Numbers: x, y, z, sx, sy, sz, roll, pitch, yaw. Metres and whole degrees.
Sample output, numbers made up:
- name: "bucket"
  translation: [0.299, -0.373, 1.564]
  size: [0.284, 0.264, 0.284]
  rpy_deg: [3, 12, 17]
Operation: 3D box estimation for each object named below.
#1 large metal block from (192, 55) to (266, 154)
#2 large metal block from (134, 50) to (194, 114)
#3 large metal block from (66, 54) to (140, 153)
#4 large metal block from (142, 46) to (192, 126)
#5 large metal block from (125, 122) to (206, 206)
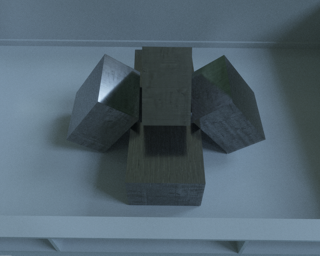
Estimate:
- name: "large metal block"
  translation: [0.082, -0.028, 0.382]
  size: [0.050, 0.080, 0.080]
  rpy_deg: [-26, 43, 29]
- name: "large metal block"
  translation: [0.005, -0.067, 0.440]
  size: [0.081, 0.050, 0.080]
  rpy_deg: [-1, 50, -1]
- name: "large metal block"
  translation: [-0.068, -0.028, 0.381]
  size: [0.050, 0.080, 0.080]
  rpy_deg: [24, 44, -28]
- name: "large metal block"
  translation: [0.006, -0.047, 0.355]
  size: [0.050, 0.079, 0.080]
  rpy_deg: [0, 6, -1]
- name: "large metal block"
  translation: [0.006, 0.040, 0.353]
  size: [0.080, 0.050, 0.080]
  rpy_deg: [1, 50, 0]
